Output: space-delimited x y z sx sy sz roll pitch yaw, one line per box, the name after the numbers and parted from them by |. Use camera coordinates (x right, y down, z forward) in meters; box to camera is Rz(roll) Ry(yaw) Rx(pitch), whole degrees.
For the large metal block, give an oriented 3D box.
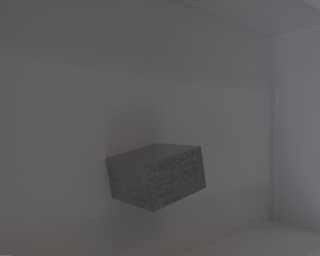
-0.005 0.053 0.366 0.081 0.080 0.050 -14 99 -39 | large metal block
